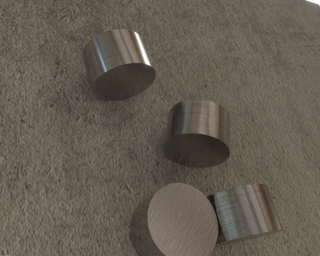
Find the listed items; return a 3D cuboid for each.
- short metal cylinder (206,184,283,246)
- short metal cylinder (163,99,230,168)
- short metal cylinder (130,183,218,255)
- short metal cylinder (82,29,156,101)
[{"bbox_3d":[0.092,0.101,0.356,0.081,0.080,0.050,2,61,-27],"label":"short metal cylinder"},{"bbox_3d":[0.047,0.009,0.388,0.080,0.080,0.050,21,54,-16],"label":"short metal cylinder"},{"bbox_3d":[0.014,0.105,0.331,0.081,0.050,0.080,14,56,-21],"label":"short metal cylinder"},{"bbox_3d":[-0.051,-0.076,0.387,0.081,0.080,0.050,-8,66,-32],"label":"short metal cylinder"}]
